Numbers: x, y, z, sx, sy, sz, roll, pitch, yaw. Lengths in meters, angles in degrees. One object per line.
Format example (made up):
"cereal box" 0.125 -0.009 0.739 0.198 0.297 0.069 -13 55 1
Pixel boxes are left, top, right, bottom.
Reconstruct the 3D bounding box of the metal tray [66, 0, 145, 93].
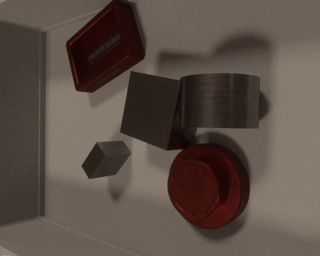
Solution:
"metal tray" -0.088 -0.120 0.473 0.130 0.030 0.090 -24 75 37

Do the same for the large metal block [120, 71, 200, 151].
"large metal block" 0.002 -0.023 0.386 0.080 0.050 0.079 18 102 39

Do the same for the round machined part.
"round machined part" 0.048 0.067 0.355 0.098 0.042 0.097 0 90 39

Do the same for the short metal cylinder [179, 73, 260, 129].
"short metal cylinder" 0.061 -0.026 0.320 0.080 0.081 0.050 2 92 39

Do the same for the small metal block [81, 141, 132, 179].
"small metal block" -0.078 0.046 0.452 0.025 0.050 0.050 51 120 27
